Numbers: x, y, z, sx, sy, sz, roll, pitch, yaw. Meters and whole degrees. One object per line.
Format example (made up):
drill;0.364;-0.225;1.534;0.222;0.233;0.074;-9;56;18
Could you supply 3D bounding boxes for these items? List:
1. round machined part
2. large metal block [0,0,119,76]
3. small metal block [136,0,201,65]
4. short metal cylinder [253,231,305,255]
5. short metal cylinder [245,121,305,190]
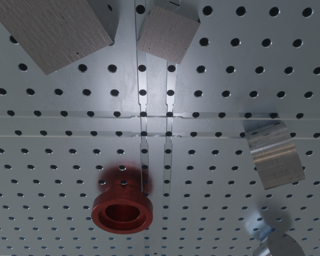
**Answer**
round machined part;-0.061;0.131;0.511;0.099;0.042;0.097;0;130;0
large metal block;-0.098;-0.110;0.300;0.080;0.050;0.080;-21;127;17
small metal block;0.008;-0.101;0.325;0.050;0.025;0.050;17;128;-14
short metal cylinder;0.225;0.244;0.586;0.081;0.080;0.050;16;128;-13
short metal cylinder;0.150;0.036;0.408;0.050;0.080;0.080;-20;128;16
